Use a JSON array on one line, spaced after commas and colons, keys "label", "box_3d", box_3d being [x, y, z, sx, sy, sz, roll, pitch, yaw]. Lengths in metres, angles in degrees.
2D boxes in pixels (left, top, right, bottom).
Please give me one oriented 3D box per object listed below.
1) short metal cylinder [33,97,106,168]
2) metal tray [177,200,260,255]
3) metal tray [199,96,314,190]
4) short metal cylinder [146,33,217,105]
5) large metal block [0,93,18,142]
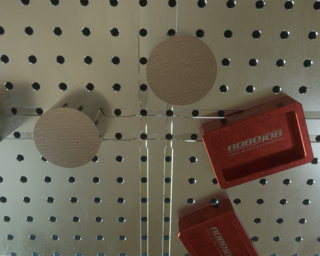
[{"label": "short metal cylinder", "box_3d": [-0.113, 0.004, 0.401, 0.081, 0.050, 0.079, 0, 110, 0]}, {"label": "metal tray", "box_3d": [0.095, 0.184, 0.479, 0.090, 0.030, 0.130, -27, 108, 9]}, {"label": "metal tray", "box_3d": [0.130, 0.021, 0.419, 0.130, 0.030, 0.090, -19, 109, 6]}, {"label": "short metal cylinder", "box_3d": [0.024, -0.072, 0.374, 0.081, 0.050, 0.079, 0, 110, 0]}, {"label": "large metal block", "box_3d": [-0.237, -0.006, 0.379, 0.080, 0.080, 0.050, -4, 110, 1]}]
